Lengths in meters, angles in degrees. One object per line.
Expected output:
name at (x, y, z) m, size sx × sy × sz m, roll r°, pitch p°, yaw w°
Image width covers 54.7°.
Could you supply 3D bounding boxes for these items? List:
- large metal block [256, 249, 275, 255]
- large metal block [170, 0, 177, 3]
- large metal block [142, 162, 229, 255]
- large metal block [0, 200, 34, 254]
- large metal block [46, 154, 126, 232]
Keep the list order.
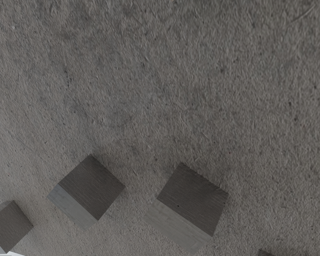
large metal block at (0.167, 0.235, 0.448) m, size 0.080 × 0.050 × 0.079 m, roll 20°, pitch 126°, yaw 16°
large metal block at (0.022, -0.174, 0.272) m, size 0.080 × 0.050 × 0.080 m, roll -34°, pitch 100°, yaw 38°
large metal block at (0.036, 0.106, 0.418) m, size 0.080 × 0.080 × 0.050 m, roll 34°, pitch 129°, yaw 6°
large metal block at (-0.347, 0.221, 0.691) m, size 0.050 × 0.080 × 0.080 m, roll -18°, pitch 109°, yaw 35°
large metal block at (-0.116, 0.102, 0.496) m, size 0.080 × 0.080 × 0.050 m, roll 44°, pitch 129°, yaw -3°
